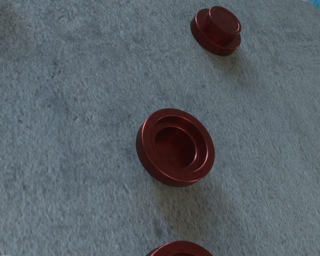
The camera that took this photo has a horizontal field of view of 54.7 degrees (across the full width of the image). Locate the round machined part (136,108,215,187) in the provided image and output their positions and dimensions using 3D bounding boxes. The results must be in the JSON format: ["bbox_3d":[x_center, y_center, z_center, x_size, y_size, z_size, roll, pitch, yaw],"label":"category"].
[{"bbox_3d":[0.015,0.027,0.386,0.099,0.042,0.098,14,56,-21],"label":"round machined part"}]

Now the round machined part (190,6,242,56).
[{"bbox_3d":[0.108,-0.183,0.565,0.099,0.042,0.098,14,56,-21],"label":"round machined part"}]

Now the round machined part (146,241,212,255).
[{"bbox_3d":[0.016,0.165,0.302,0.099,0.042,0.098,14,56,-21],"label":"round machined part"}]
